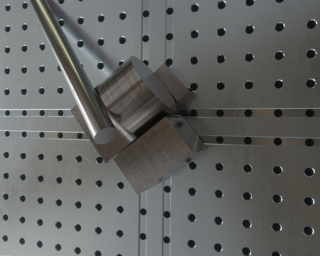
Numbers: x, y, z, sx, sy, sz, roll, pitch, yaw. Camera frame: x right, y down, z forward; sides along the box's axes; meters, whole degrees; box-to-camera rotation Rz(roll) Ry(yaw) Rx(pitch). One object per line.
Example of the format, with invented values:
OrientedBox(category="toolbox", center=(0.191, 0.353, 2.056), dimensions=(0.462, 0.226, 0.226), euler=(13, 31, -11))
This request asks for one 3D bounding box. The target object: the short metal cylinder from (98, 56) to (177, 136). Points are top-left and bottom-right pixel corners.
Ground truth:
OrientedBox(category="short metal cylinder", center=(-0.025, -0.037, 0.364), dimensions=(0.050, 0.080, 0.080), euler=(-38, 78, 16))

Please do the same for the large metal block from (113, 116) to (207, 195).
OrientedBox(category="large metal block", center=(0.004, 0.031, 0.379), dimensions=(0.080, 0.080, 0.050), euler=(-39, 78, 15))

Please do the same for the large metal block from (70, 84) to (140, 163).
OrientedBox(category="large metal block", center=(-0.055, -0.005, 0.402), dimensions=(0.050, 0.080, 0.080), euler=(-39, 78, 16))

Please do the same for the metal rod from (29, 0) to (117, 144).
OrientedBox(category="metal rod", center=(-0.124, -0.097, 0.399), dimensions=(0.025, 0.025, 0.300), euler=(-43, 56, 15))

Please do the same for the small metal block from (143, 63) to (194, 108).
OrientedBox(category="small metal block", center=(0.007, -0.049, 0.410), dimensions=(0.050, 0.025, 0.050), euler=(-43, 77, 14))
